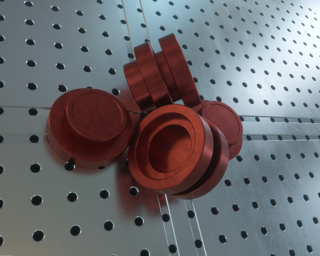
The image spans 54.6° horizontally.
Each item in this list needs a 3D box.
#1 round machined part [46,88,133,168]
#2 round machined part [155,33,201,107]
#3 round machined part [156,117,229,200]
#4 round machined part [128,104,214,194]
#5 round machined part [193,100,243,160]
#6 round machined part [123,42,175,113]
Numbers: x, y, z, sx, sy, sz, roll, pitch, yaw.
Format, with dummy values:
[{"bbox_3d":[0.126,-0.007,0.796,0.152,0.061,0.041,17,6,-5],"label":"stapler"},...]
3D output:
[{"bbox_3d":[-0.077,-0.006,0.359,0.099,0.042,0.098,13,56,-21],"label":"round machined part"},{"bbox_3d":[0.016,-0.069,0.403,0.042,0.098,0.098,-22,68,6],"label":"round machined part"},{"bbox_3d":[0.037,0.037,0.370,0.042,0.098,0.098,35,43,-48],"label":"round machined part"},{"bbox_3d":[0.015,0.026,0.347,0.042,0.098,0.098,34,43,-48],"label":"round machined part"},{"bbox_3d":[0.077,0.001,0.438,0.099,0.042,0.098,13,56,-21],"label":"round machined part"},{"bbox_3d":[-0.015,-0.058,0.403,0.042,0.098,0.098,-22,68,6],"label":"round machined part"}]
